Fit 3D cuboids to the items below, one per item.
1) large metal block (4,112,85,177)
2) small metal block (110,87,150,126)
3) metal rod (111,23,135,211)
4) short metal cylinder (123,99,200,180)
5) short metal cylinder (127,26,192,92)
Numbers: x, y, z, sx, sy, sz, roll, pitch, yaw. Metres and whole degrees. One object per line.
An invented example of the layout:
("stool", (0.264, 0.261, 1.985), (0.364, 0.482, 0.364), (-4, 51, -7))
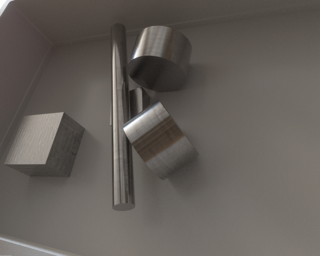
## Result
("large metal block", (-0.169, 0.026, 0.460), (0.080, 0.050, 0.080), (-3, 60, 26))
("small metal block", (-0.042, -0.025, 0.442), (0.050, 0.025, 0.050), (-16, 55, 19))
("metal rod", (-0.054, -0.037, 0.422), (0.025, 0.025, 0.299), (-18, 55, 17))
("short metal cylinder", (0.002, 0.013, 0.360), (0.050, 0.080, 0.080), (-37, 51, 4))
("short metal cylinder", (0.000, -0.093, 0.426), (0.080, 0.080, 0.050), (-1, 61, 27))
